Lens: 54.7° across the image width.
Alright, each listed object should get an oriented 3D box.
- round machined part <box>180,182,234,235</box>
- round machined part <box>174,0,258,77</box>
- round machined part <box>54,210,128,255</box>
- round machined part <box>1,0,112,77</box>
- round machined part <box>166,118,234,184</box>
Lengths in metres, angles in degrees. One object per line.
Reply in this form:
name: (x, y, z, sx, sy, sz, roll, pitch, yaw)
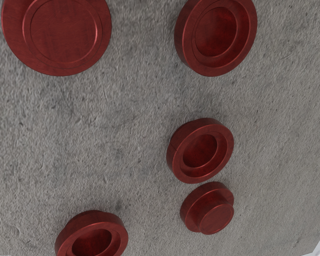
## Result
round machined part: (0.087, 0.144, 0.532, 0.099, 0.042, 0.097, -14, 124, -21)
round machined part: (0.060, -0.113, 0.359, 0.099, 0.042, 0.097, -14, 124, -21)
round machined part: (-0.098, 0.156, 0.438, 0.099, 0.042, 0.097, -14, 124, -21)
round machined part: (-0.092, -0.094, 0.288, 0.099, 0.042, 0.097, -14, 124, -21)
round machined part: (0.052, 0.028, 0.442, 0.099, 0.042, 0.097, -14, 124, -21)
